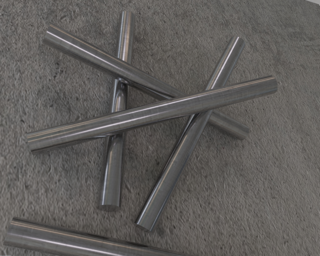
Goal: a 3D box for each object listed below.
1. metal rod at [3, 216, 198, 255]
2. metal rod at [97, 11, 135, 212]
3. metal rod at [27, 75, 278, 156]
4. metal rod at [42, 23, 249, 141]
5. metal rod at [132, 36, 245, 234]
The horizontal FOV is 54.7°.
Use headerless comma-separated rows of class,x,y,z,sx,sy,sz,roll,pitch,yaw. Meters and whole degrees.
metal rod,0.002,0.138,0.320,0.302,0.025,0.025,19,54,-17
metal rod,-0.052,-0.044,0.402,0.025,0.025,0.299,14,56,-21
metal rod,0.006,-0.020,0.364,0.302,0.025,0.025,-15,69,-16
metal rod,-0.001,-0.050,0.407,0.302,0.025,0.025,24,53,-23
metal rod,0.048,-0.010,0.396,0.025,0.025,0.300,33,63,-7
